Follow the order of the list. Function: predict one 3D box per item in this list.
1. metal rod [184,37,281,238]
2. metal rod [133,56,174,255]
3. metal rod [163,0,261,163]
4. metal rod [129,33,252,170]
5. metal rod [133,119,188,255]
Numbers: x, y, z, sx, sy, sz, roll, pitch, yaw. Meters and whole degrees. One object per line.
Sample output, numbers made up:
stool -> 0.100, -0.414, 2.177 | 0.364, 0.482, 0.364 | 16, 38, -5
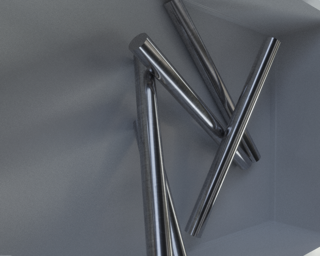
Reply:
metal rod -> 0.104, 0.010, 0.442 | 0.025, 0.025, 0.299 | 26, 85, -37
metal rod -> -0.008, 0.043, 0.324 | 0.025, 0.025, 0.299 | 18, 55, -39
metal rod -> 0.090, -0.060, 0.481 | 0.025, 0.025, 0.299 | -48, 119, -29
metal rod -> 0.061, -0.016, 0.430 | 0.300, 0.025, 0.025 | 42, 64, -41
metal rod -> 0.012, 0.116, 0.313 | 0.025, 0.025, 0.299 | 15, 48, -39
